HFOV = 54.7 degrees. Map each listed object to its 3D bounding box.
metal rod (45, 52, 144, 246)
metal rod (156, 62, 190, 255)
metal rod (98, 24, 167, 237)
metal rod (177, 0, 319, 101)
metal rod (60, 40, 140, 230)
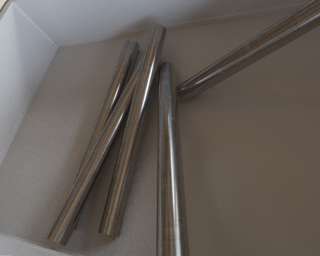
[{"bbox_3d":[-0.066,0.007,0.421,0.025,0.025,0.300,8,61,31],"label":"metal rod"},{"bbox_3d":[0.010,0.009,0.338,0.025,0.025,0.300,-21,36,16],"label":"metal rod"},{"bbox_3d":[-0.031,-0.012,0.414,0.025,0.025,0.299,0,66,28],"label":"metal rod"},{"bbox_3d":[0.128,-0.099,0.318,0.299,0.025,0.025,-28,47,44],"label":"metal rod"},{"bbox_3d":[-0.082,-0.006,0.452,0.025,0.025,0.300,1,62,29],"label":"metal rod"}]
